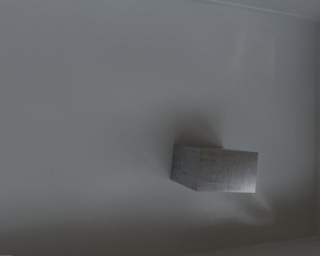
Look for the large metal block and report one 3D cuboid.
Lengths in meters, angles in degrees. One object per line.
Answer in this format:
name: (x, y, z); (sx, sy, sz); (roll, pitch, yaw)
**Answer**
large metal block: (0.068, 0.051, 0.406); (0.081, 0.080, 0.050); (6, 88, -20)
